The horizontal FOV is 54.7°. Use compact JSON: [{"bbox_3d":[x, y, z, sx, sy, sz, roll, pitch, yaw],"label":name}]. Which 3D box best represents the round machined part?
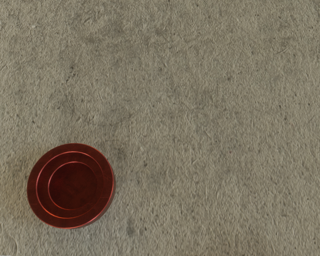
[{"bbox_3d":[-0.102,0.071,0.372,0.099,0.042,0.098,0,70,0],"label":"round machined part"}]
